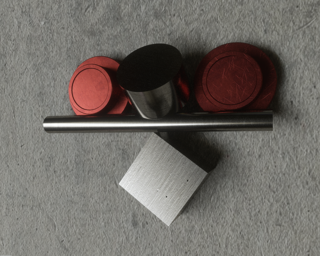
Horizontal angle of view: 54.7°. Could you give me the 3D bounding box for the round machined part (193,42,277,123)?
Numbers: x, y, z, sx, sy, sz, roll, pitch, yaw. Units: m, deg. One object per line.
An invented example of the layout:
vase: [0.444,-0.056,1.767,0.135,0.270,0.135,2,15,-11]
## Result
round machined part: [0.088,-0.054,0.370,0.098,0.042,0.097,0,90,20]

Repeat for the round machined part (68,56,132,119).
round machined part: [-0.086,-0.052,0.431,0.098,0.042,0.097,0,90,20]

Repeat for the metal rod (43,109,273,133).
metal rod: [-0.017,-0.007,0.393,0.301,0.025,0.025,-1,90,19]

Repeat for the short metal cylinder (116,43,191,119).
short metal cylinder: [-0.006,-0.057,0.379,0.080,0.050,0.080,-10,52,13]

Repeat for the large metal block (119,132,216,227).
large metal block: [0.010,0.060,0.391,0.080,0.050,0.080,37,102,16]
